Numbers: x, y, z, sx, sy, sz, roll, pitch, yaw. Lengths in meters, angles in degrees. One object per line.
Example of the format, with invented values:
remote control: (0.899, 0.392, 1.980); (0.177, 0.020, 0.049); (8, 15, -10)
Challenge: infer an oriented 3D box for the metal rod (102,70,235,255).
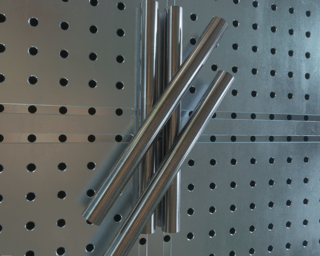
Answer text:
metal rod: (0.010, 0.053, 0.389); (0.025, 0.025, 0.300); (36, 78, -17)

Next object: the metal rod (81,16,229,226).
metal rod: (0.000, -0.017, 0.387); (0.025, 0.025, 0.300); (37, 78, -17)

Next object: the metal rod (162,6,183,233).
metal rod: (0.017, -0.011, 0.419); (0.025, 0.025, 0.298); (1, 90, -20)

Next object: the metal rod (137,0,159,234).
metal rod: (-0.016, -0.014, 0.407); (0.025, 0.025, 0.298); (1, 90, -20)
